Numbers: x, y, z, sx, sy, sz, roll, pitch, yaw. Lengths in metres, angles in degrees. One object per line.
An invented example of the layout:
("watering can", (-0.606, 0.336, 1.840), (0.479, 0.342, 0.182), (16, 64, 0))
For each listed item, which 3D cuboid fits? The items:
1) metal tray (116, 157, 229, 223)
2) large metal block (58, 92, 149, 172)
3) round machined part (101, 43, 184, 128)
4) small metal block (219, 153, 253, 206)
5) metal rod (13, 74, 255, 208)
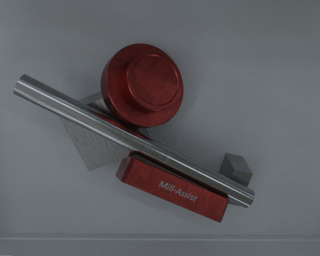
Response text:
("metal tray", (0.011, 0.076, 0.400), (0.131, 0.090, 0.030), (25, 81, -10))
("large metal block", (-0.067, -0.002, 0.394), (0.080, 0.050, 0.080), (-21, 109, 7))
("round machined part", (-0.014, -0.050, 0.354), (0.099, 0.042, 0.097), (4, 82, -28))
("small metal block", (0.099, 0.069, 0.423), (0.025, 0.050, 0.050), (14, 110, -5))
("metal rod", (-0.020, 0.021, 0.362), (0.301, 0.025, 0.025), (27, 108, -10))
